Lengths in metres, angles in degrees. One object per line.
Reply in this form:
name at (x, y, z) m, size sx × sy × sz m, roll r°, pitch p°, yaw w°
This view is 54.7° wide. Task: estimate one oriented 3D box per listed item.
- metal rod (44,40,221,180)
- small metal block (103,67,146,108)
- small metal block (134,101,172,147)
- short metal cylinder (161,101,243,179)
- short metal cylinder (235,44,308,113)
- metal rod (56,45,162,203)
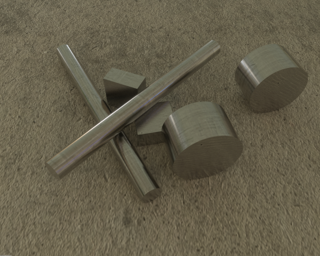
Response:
metal rod at (-0.015, -0.039, 0.403) m, size 0.025 × 0.025 × 0.302 m, roll 34°, pitch 56°, yaw 25°
small metal block at (-0.047, -0.051, 0.429) m, size 0.050 × 0.050 × 0.025 m, roll 18°, pitch 53°, yaw 14°
small metal block at (-0.008, -0.006, 0.408) m, size 0.050 × 0.025 × 0.050 m, roll -9°, pitch 51°, yaw -8°
short metal cylinder at (0.047, 0.016, 0.355) m, size 0.081 × 0.080 × 0.050 m, roll -11°, pitch 51°, yaw -9°
short metal cylinder at (0.151, -0.067, 0.425) m, size 0.081 × 0.080 × 0.050 m, roll -11°, pitch 51°, yaw -10°
metal rod at (-0.083, -0.026, 0.423) m, size 0.025 × 0.025 × 0.300 m, roll -24°, pitch 54°, yaw -19°
